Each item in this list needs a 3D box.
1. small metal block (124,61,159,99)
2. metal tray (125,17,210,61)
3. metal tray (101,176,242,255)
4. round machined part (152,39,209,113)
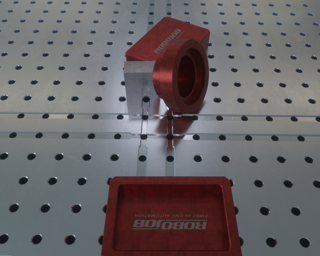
[{"bbox_3d":[-0.025,-0.069,0.450,0.050,0.050,0.025,-1,50,-1],"label":"small metal block"},{"bbox_3d":[0.015,-0.132,0.515,0.090,0.030,0.130,25,54,19],"label":"metal tray"},{"bbox_3d":[0.011,0.097,0.323,0.131,0.030,0.090,0,50,0],"label":"metal tray"},{"bbox_3d":[0.026,-0.071,0.424,0.042,0.098,0.098,9,48,34],"label":"round machined part"}]
